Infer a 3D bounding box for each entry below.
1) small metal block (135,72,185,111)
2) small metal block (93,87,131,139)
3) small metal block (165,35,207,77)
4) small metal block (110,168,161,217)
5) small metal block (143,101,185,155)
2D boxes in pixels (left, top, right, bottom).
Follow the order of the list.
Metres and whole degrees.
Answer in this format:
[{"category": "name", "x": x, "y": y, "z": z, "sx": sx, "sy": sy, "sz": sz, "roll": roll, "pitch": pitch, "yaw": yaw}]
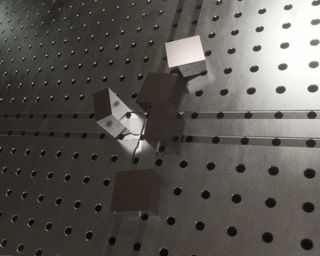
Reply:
[{"category": "small metal block", "x": 0.001, "y": -0.050, "z": 0.437, "sx": 0.050, "sy": 0.025, "sz": 0.050, "roll": 9, "pitch": 66, "yaw": 32}, {"category": "small metal block", "x": -0.068, "y": -0.021, "z": 0.439, "sx": 0.025, "sy": 0.050, "sz": 0.050, "roll": -24, "pitch": 53, "yaw": 14}, {"category": "small metal block", "x": 0.037, "y": -0.101, "z": 0.444, "sx": 0.050, "sy": 0.025, "sz": 0.050, "roll": -11, "pitch": 56, "yaw": 7}, {"category": "small metal block", "x": -0.028, "y": 0.079, "z": 0.374, "sx": 0.050, "sy": 0.025, "sz": 0.050, "roll": -9, "pitch": 58, "yaw": 23}, {"category": "small metal block", "x": 0.007, "y": 0.001, "z": 0.387, "sx": 0.025, "sy": 0.050, "sz": 0.050, "roll": -1, "pitch": 62, "yaw": 28}]
